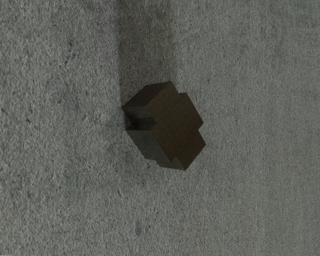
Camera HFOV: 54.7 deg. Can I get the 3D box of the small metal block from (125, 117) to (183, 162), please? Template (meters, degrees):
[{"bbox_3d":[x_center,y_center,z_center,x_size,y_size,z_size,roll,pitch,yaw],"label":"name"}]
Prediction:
[{"bbox_3d":[-0.008,0.014,0.384,0.025,0.050,0.050,-48,119,-30],"label":"small metal block"}]

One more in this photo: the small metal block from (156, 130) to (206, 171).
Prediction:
[{"bbox_3d":[0.024,0.028,0.412,0.050,0.050,0.025,-47,119,-30],"label":"small metal block"}]

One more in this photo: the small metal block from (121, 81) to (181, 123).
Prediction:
[{"bbox_3d":[-0.011,-0.031,0.382,0.050,0.050,0.025,-47,119,-30],"label":"small metal block"}]

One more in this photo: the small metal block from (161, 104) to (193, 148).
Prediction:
[{"bbox_3d":[0.007,-0.002,0.397,0.025,0.050,0.050,-48,119,-30],"label":"small metal block"}]

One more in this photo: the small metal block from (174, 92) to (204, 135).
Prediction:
[{"bbox_3d":[0.022,-0.018,0.410,0.025,0.050,0.050,-49,119,-29],"label":"small metal block"}]
